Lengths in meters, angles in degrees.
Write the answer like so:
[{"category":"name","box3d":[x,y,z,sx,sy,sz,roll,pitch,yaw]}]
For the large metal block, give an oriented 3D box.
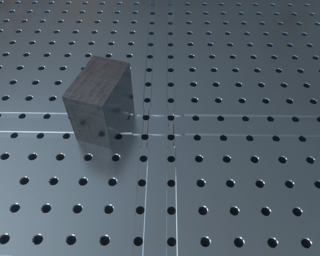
[{"category":"large metal block","box3d":[-0.074,-0.033,0.400,0.050,0.080,0.080,14,52,12]}]
